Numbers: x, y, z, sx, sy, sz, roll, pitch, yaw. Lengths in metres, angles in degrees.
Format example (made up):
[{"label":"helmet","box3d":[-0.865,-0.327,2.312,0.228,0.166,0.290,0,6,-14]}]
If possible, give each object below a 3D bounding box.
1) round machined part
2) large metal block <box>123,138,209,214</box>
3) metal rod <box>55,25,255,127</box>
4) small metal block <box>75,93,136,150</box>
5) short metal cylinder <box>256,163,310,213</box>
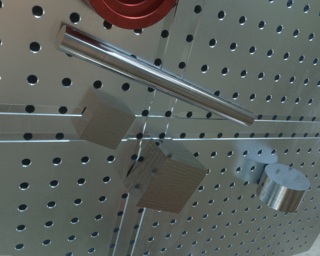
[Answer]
[{"label":"round machined part","box3d":[-0.030,-0.148,0.293,0.099,0.042,0.097,-14,125,-21]},{"label":"large metal block","box3d":[0.008,0.070,0.445,0.080,0.050,0.080,22,106,-37]},{"label":"metal rod","box3d":[0.019,-0.051,0.391,0.302,0.025,0.025,18,109,-36]},{"label":"small metal block","box3d":[-0.066,-0.007,0.372,0.050,0.025,0.050,24,105,-37]},{"label":"short metal cylinder","box3d":[0.225,0.109,0.569,0.081,0.080,0.050,-3,120,-27]}]
